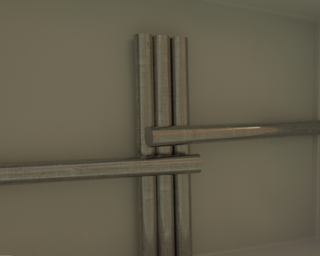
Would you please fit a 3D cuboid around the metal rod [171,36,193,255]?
[{"bbox_3d":[0.029,0.028,0.421,0.025,0.025,0.298,-2,91,-20],"label":"metal rod"}]

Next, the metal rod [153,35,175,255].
[{"bbox_3d":[0.004,0.029,0.412,0.025,0.025,0.298,-2,91,-20],"label":"metal rod"}]

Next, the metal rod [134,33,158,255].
[{"bbox_3d":[-0.019,0.030,0.403,0.025,0.025,0.298,-2,91,-20],"label":"metal rod"}]

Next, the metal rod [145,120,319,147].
[{"bbox_3d":[0.122,0.005,0.437,0.303,0.025,0.025,-2,91,-27],"label":"metal rod"}]

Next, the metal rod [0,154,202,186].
[{"bbox_3d":[-0.097,0.049,0.357,0.302,0.025,0.025,-1,91,-15],"label":"metal rod"}]
